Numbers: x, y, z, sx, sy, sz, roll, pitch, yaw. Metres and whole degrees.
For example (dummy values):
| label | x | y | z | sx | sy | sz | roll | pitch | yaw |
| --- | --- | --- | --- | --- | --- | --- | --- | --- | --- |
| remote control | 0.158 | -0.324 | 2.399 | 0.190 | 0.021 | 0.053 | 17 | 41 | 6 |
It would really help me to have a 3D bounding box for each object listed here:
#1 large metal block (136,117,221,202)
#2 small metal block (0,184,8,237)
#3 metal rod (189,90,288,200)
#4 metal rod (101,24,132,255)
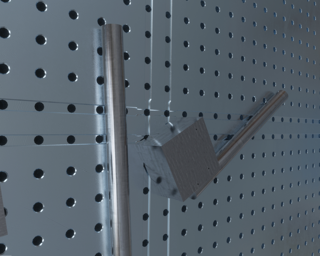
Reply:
| label | x | y | z | sx | sy | sz | roll | pitch | yaw |
| --- | --- | --- | --- | --- | --- | --- | --- | --- | --- |
| large metal block | 0.027 | 0.038 | 0.415 | 0.081 | 0.050 | 0.080 | -34 | 111 | -35 |
| small metal block | -0.167 | 0.075 | 0.270 | 0.050 | 0.025 | 0.050 | -10 | 97 | -40 |
| metal rod | 0.141 | 0.015 | 0.527 | 0.302 | 0.025 | 0.025 | -38 | 114 | -33 |
| metal rod | -0.050 | 0.031 | 0.366 | 0.025 | 0.025 | 0.298 | -4 | 93 | -40 |
